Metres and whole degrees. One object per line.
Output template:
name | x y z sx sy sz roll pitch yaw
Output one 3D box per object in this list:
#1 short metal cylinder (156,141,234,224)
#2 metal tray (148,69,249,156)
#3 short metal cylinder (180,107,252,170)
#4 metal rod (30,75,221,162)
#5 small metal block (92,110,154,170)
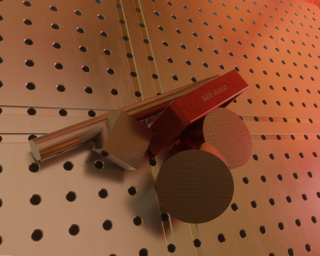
short metal cylinder | 0.038 0.058 0.345 0.080 0.080 0.050 40 9 -1
metal tray | 0.046 -0.021 0.399 0.131 0.090 0.030 -30 79 -38
short metal cylinder | 0.074 0.019 0.409 0.081 0.050 0.080 13 64 -28
metal rod | -0.017 -0.025 0.409 0.302 0.025 0.025 -24 75 -36
small metal block | -0.041 0.015 0.356 0.050 0.025 0.050 36 65 -29
